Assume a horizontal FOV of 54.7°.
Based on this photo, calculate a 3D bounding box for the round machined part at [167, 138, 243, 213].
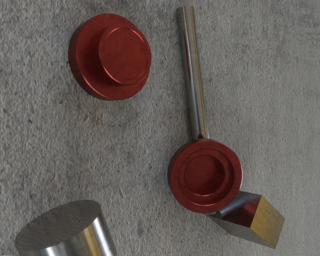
[{"bbox_3d":[0.058,0.062,0.424,0.099,0.042,0.097,-1,96,-9],"label":"round machined part"}]

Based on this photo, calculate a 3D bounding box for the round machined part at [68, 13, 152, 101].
[{"bbox_3d":[-0.049,-0.081,0.352,0.099,0.042,0.097,0,90,-40],"label":"round machined part"}]

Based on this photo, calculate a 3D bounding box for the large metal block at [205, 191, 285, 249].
[{"bbox_3d":[0.132,0.138,0.480,0.080,0.080,0.050,43,64,-32],"label":"large metal block"}]

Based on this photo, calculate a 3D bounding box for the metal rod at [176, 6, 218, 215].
[{"bbox_3d":[0.055,-0.021,0.450,0.025,0.025,0.298,-14,99,-39],"label":"metal rod"}]

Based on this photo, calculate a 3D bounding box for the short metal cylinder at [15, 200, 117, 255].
[{"bbox_3d":[-0.088,0.112,0.296,0.081,0.080,0.050,-26,107,-37],"label":"short metal cylinder"}]
